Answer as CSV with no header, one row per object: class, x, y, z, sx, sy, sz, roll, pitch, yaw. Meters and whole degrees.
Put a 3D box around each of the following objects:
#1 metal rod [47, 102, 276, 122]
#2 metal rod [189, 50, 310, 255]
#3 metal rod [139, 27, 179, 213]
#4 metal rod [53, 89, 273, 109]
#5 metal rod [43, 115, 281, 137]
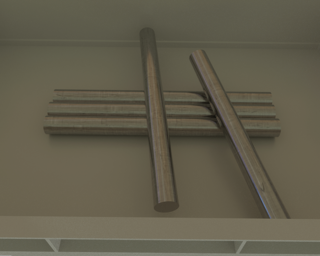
metal rod,0.002,-0.021,0.421,0.302,0.025,0.025,1,50,0
metal rod,0.094,0.019,0.363,0.025,0.025,0.299,-12,58,-10
metal rod,-0.007,-0.036,0.401,0.025,0.025,0.300,-4,50,-4
metal rod,0.004,-0.040,0.437,0.302,0.025,0.025,1,50,0
metal rod,0.003,-0.002,0.405,0.302,0.025,0.025,1,50,0
